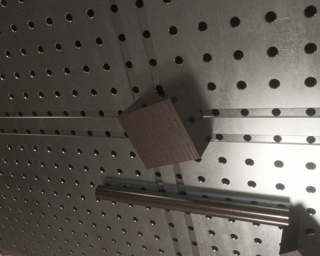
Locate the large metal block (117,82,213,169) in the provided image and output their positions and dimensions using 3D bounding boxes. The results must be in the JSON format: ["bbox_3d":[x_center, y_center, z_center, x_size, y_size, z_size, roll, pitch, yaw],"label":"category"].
[{"bbox_3d":[0.007,-0.001,0.389,0.080,0.050,0.080,-16,110,34],"label":"large metal block"}]

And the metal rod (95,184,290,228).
[{"bbox_3d":[0.031,0.112,0.462,0.301,0.025,0.025,1,119,27],"label":"metal rod"}]

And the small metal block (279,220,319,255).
[{"bbox_3d":[0.182,0.157,0.396,0.050,0.050,0.025,48,129,-6],"label":"small metal block"}]
